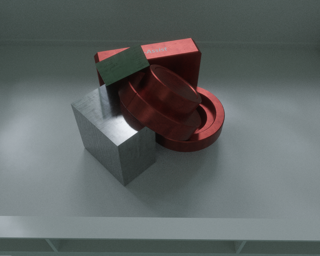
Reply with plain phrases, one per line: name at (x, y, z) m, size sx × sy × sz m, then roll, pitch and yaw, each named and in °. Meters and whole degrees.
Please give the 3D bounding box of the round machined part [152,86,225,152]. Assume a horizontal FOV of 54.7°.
round machined part at (0.031, -0.008, 0.401) m, size 0.099 × 0.042 × 0.098 m, roll 0°, pitch 50°, yaw 0°

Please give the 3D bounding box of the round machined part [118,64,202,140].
round machined part at (0.007, -0.034, 0.346) m, size 0.098 × 0.042 × 0.098 m, roll 30°, pitch 24°, yaw -15°

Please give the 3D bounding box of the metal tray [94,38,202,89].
metal tray at (-0.015, -0.066, 0.415) m, size 0.131 × 0.089 × 0.030 m, roll -12°, pitch 52°, yaw -10°

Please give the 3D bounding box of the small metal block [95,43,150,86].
small metal block at (-0.043, -0.070, 0.341) m, size 0.050 × 0.025 × 0.050 m, roll -27°, pitch 16°, yaw -6°

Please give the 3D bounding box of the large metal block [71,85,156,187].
large metal block at (-0.051, 0.008, 0.361) m, size 0.050 × 0.080 × 0.080 m, roll -37°, pitch 59°, yaw -27°
